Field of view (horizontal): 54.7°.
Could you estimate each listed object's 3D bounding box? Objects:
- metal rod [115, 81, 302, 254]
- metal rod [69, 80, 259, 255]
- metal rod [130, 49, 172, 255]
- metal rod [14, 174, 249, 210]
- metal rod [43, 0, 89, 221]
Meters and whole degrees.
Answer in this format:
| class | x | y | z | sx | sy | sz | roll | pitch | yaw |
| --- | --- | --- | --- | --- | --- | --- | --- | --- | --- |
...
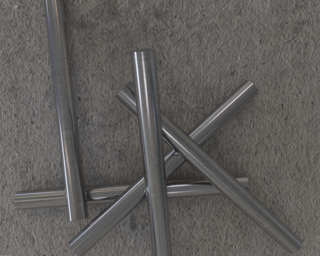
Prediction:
| class | x | y | z | sx | sy | sz | roll | pitch | yaw |
| --- | --- | --- | --- | --- | --- | --- | --- | --- | --- |
| metal rod | 0.067 | 0.055 | 0.377 | 0.300 | 0.025 | 0.025 | 42 | 90 | -11 |
| metal rod | 0.010 | 0.045 | 0.391 | 0.301 | 0.025 | 0.025 | -42 | 90 | -8 |
| metal rod | -0.005 | 0.062 | 0.358 | 0.025 | 0.025 | 0.298 | -5 | 111 | 0 |
| metal rod | -0.036 | 0.084 | 0.409 | 0.302 | 0.025 | 0.025 | -4 | 90 | 0 |
| metal rod | -0.121 | -0.036 | 0.395 | 0.025 | 0.025 | 0.298 | -8 | 85 | 0 |
